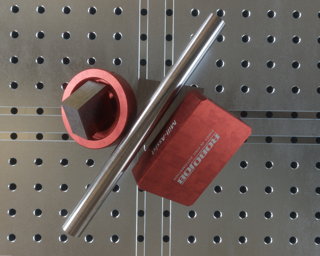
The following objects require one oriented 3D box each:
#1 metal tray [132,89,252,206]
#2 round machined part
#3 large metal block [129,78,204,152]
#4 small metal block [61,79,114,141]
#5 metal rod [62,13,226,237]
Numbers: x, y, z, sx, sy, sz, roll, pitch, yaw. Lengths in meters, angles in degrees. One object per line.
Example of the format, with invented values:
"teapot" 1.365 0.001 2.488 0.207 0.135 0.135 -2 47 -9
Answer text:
"metal tray" 0.038 0.029 0.378 0.090 0.030 0.129 28 105 -32
"round machined part" -0.072 -0.024 0.391 0.098 0.042 0.097 1 93 25
"large metal block" 0.008 -0.015 0.401 0.081 0.050 0.080 9 90 -1
"small metal block" -0.085 -0.022 0.372 0.025 0.050 0.050 22 51 25
"metal rod" -0.018 -0.004 0.363 0.025 0.025 0.299 35 90 -1
